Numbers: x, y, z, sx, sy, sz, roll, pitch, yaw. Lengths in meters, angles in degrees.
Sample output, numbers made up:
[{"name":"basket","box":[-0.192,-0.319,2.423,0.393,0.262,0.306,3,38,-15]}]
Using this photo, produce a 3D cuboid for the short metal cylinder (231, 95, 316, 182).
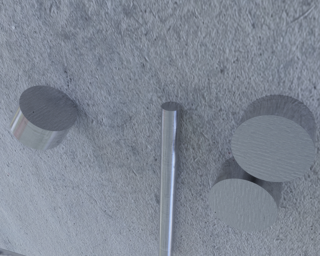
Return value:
[{"name":"short metal cylinder","box":[0.123,0.011,0.333,0.080,0.050,0.079,13,124,21]}]

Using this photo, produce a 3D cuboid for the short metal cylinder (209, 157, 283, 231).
[{"name":"short metal cylinder","box":[0.107,0.080,0.384,0.080,0.050,0.079,13,124,21]}]

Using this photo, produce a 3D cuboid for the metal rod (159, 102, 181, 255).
[{"name":"metal rod","box":[0.012,0.099,0.461,0.025,0.025,0.298,14,124,20]}]

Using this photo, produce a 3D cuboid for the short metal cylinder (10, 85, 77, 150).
[{"name":"short metal cylinder","box":[-0.169,-0.015,0.451,0.080,0.080,0.050,43,129,-2]}]
